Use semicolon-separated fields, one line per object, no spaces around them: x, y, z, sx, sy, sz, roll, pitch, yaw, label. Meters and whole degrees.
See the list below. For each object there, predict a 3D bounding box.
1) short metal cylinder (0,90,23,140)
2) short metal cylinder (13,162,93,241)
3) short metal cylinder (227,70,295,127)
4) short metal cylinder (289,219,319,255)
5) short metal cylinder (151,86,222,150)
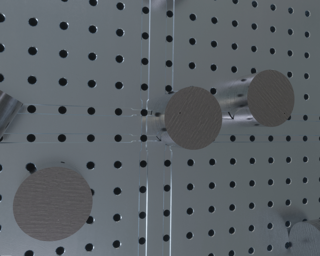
-0.190;-0.024;0.313;0.080;0.080;0.050;32;80;-18;short metal cylinder
-0.121;0.081;0.355;0.081;0.050;0.079;0;90;-20;short metal cylinder
0.147;-0.041;0.453;0.081;0.050;0.079;0;90;-20;short metal cylinder
0.247;0.182;0.475;0.050;0.080;0.079;-1;91;-20;short metal cylinder
0.035;-0.013;0.412;0.081;0.050;0.079;0;90;-20;short metal cylinder
